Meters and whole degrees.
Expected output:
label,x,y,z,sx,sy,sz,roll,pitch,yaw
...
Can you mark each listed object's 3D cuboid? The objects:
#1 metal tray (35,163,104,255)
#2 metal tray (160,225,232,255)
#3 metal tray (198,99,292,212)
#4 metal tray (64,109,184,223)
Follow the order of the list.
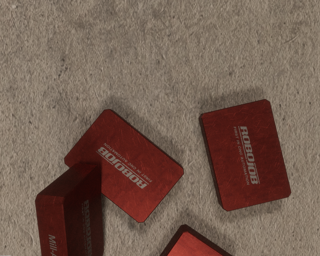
label,x,y,z,sx,sy,sz,roll,pitch,yaw
metal tray,-0.098,0.117,0.358,0.030,0.090,0.129,4,106,12
metal tray,0.032,0.207,0.408,0.090,0.030,0.130,35,90,-1
metal tray,0.110,0.035,0.409,0.091,0.030,0.129,-13,90,-1
metal tray,-0.046,0.048,0.407,0.130,0.030,0.090,39,90,-1
